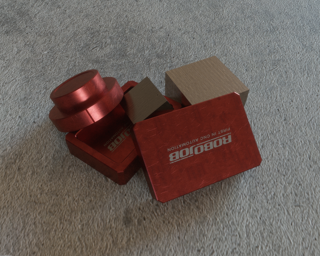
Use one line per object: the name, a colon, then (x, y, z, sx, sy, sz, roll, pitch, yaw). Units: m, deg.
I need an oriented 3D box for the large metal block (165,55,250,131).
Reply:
large metal block: (0.061, -0.047, 0.429, 0.081, 0.050, 0.080, -21, 53, -17)

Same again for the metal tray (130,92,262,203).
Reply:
metal tray: (0.041, 0.020, 0.355, 0.131, 0.030, 0.090, -18, 89, -14)

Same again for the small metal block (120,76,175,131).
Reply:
small metal block: (-0.018, -0.030, 0.400, 0.050, 0.025, 0.050, -39, 58, 4)

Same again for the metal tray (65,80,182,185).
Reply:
metal tray: (-0.042, 0.000, 0.400, 0.090, 0.030, 0.131, 28, 55, 21)

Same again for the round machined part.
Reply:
round machined part: (-0.100, -0.041, 0.400, 0.098, 0.042, 0.098, -20, 29, 12)
